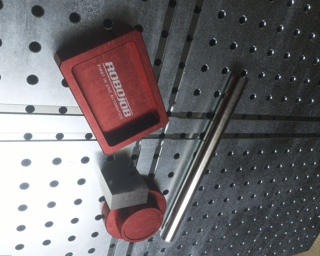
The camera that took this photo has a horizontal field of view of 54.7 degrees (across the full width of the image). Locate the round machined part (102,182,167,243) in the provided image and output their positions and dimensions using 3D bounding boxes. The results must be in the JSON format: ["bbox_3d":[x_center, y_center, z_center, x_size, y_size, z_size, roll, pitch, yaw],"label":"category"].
[{"bbox_3d":[-0.034,0.132,0.465,0.099,0.042,0.097,-14,125,-21],"label":"round machined part"}]

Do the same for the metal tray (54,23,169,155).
[{"bbox_3d":[-0.049,-0.041,0.356,0.091,0.030,0.129,-28,128,-11],"label":"metal tray"}]

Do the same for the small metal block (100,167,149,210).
[{"bbox_3d":[-0.049,0.080,0.419,0.050,0.050,0.025,-5,121,-26],"label":"small metal block"}]

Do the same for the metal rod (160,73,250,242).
[{"bbox_3d":[0.062,0.058,0.483,0.025,0.025,0.298,7,115,-32],"label":"metal rod"}]
